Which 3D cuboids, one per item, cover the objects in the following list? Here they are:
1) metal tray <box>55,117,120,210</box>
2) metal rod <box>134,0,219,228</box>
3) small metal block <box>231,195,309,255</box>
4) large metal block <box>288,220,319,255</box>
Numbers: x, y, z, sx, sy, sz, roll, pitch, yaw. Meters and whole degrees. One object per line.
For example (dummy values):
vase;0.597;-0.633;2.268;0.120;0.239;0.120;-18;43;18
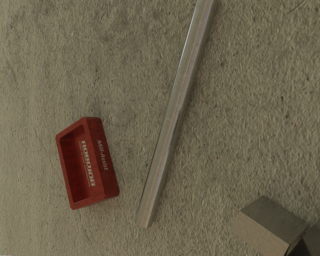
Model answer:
metal tray;-0.119;0.057;0.497;0.090;0.030;0.129;-27;73;36
metal rod;0.017;-0.011;0.389;0.025;0.025;0.298;25;106;37
small metal block;0.106;0.096;0.298;0.050;0.050;0.025;32;118;35
large metal block;0.151;0.125;0.244;0.080;0.050;0.079;31;111;8
